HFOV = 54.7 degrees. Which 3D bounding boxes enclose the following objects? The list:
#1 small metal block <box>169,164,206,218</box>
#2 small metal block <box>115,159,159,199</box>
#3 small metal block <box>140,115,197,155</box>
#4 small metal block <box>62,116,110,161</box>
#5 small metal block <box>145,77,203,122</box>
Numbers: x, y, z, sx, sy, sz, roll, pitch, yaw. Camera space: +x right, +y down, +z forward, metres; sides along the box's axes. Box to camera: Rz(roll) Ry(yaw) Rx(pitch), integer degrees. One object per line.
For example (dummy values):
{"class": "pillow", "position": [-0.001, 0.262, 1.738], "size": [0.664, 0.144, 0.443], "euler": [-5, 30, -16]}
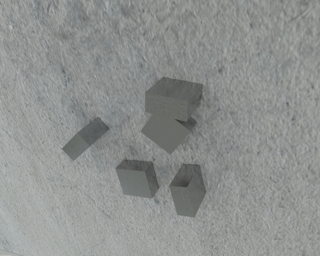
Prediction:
{"class": "small metal block", "position": [0.039, 0.084, 0.421], "size": [0.025, 0.050, 0.050], "euler": [-1, 118, 28]}
{"class": "small metal block", "position": [-0.034, 0.077, 0.471], "size": [0.050, 0.025, 0.050], "euler": [1, 119, 27]}
{"class": "small metal block", "position": [0.011, -0.002, 0.399], "size": [0.050, 0.025, 0.050], "euler": [38, 129, 2]}
{"class": "small metal block", "position": [-0.109, 0.016, 0.456], "size": [0.025, 0.050, 0.050], "euler": [48, 129, -6]}
{"class": "small metal block", "position": [0.017, -0.035, 0.359], "size": [0.050, 0.050, 0.025], "euler": [14, 124, 20]}
